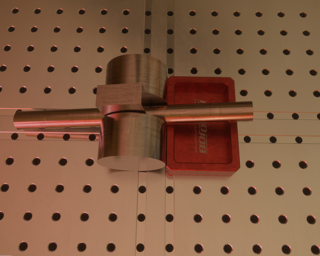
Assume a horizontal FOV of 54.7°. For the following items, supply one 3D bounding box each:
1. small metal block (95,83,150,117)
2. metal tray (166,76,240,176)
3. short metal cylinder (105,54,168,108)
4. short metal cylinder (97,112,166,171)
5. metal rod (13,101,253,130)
[{"bbox_3d":[-0.041,-0.028,0.358,0.050,0.050,0.025,-2,70,8],"label":"small metal block"},{"bbox_3d":[0.054,-0.004,0.411,0.091,0.030,0.130,1,70,0],"label":"metal tray"},{"bbox_3d":[-0.030,-0.052,0.399,0.081,0.080,0.050,1,70,0],"label":"short metal cylinder"},{"bbox_3d":[-0.033,0.019,0.375,0.081,0.080,0.050,1,70,0],"label":"short metal cylinder"},{"bbox_3d":[-0.039,-0.015,0.392,0.301,0.025,0.025,-2,70,8],"label":"metal rod"}]
